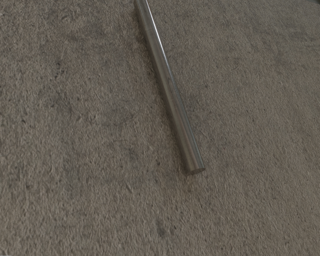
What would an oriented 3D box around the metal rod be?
[{"bbox_3d":[0.007,-0.076,0.453,0.025,0.025,0.299,-2,63,-29],"label":"metal rod"}]
